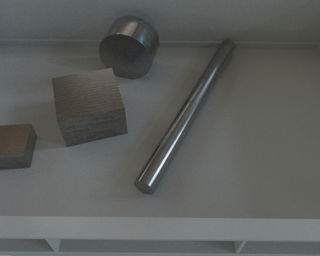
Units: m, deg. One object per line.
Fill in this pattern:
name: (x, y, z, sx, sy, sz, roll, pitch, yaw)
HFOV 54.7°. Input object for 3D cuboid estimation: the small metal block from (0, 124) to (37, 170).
small metal block: (-0.186, 0.023, 0.383, 0.050, 0.025, 0.050, -3, 50, -4)

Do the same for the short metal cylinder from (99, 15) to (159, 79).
short metal cylinder: (-0.046, -0.122, 0.471, 0.080, 0.080, 0.050, 11, 51, 8)

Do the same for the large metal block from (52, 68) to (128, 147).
large metal block: (-0.093, -0.029, 0.412, 0.081, 0.050, 0.080, -13, 51, -11)

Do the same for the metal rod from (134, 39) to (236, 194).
metal rod: (0.048, -0.036, 0.435, 0.025, 0.025, 0.301, 21, 53, 16)
